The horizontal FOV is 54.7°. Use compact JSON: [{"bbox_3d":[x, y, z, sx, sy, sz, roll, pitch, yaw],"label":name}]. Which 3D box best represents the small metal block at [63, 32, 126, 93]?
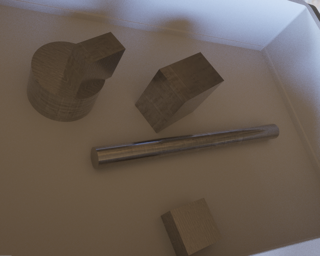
[{"bbox_3d":[-0.071,-0.070,0.331,0.025,0.050,0.050,50,51,6],"label":"small metal block"}]

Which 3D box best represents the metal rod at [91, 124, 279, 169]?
[{"bbox_3d":[0.055,0.019,0.425,0.303,0.025,0.025,-6,65,-31],"label":"metal rod"}]

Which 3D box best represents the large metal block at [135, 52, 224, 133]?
[{"bbox_3d":[0.025,-0.047,0.414,0.081,0.080,0.050,-31,79,-38],"label":"large metal block"}]

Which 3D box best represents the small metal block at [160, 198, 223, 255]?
[{"bbox_3d":[0.036,0.114,0.357,0.050,0.025,0.050,-11,67,-33],"label":"small metal block"}]

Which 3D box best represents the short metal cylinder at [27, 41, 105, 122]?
[{"bbox_3d":[-0.110,-0.054,0.364,0.081,0.050,0.080,14,56,-21],"label":"short metal cylinder"}]
